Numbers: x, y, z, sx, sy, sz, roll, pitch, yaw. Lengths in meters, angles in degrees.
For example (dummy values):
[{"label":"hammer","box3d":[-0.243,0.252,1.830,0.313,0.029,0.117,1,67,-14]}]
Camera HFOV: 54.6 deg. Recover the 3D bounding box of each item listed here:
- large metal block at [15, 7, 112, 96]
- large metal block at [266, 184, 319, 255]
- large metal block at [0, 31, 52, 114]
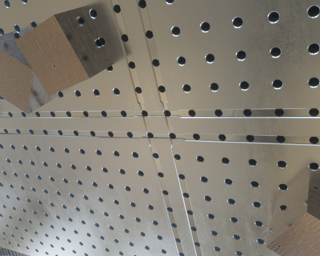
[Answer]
[{"label":"large metal block","box3d":[-0.124,-0.097,0.401,0.080,0.050,0.080,-15,111,34]},{"label":"large metal block","box3d":[0.190,0.128,0.374,0.080,0.050,0.080,31,129,8]},{"label":"large metal block","box3d":[-0.203,-0.081,0.453,0.080,0.050,0.080,32,129,8]}]
